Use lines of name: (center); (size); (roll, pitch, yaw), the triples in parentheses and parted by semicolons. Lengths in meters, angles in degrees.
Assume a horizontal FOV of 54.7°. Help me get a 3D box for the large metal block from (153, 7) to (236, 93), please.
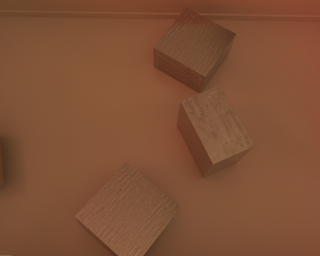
large metal block: (0.047, -0.108, 0.437); (0.080, 0.050, 0.080); (32, 73, 11)

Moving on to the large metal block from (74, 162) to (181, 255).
large metal block: (-0.036, 0.101, 0.352); (0.080, 0.050, 0.080); (37, 63, 12)

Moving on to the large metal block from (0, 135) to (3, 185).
large metal block: (-0.236, 0.035, 0.359); (0.081, 0.050, 0.080); (7, 62, -46)

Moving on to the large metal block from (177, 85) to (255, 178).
large metal block: (0.062, 0.008, 0.378); (0.050, 0.080, 0.080); (-23, 72, -8)
